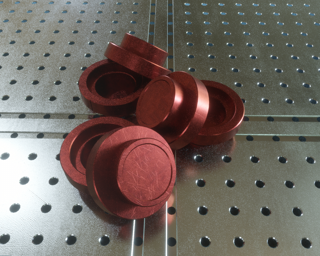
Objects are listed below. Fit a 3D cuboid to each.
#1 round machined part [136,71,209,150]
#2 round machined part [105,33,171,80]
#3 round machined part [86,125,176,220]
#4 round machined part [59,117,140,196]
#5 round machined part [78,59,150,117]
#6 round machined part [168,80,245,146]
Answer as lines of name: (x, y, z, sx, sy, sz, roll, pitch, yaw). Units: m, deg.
round machined part: (0.008, -0.025, 0.378, 0.042, 0.098, 0.098, 22, 37, -39)
round machined part: (-0.027, -0.103, 0.448, 0.098, 0.042, 0.098, 25, 11, -5)
round machined part: (-0.022, 0.045, 0.322, 0.099, 0.042, 0.098, 5, 82, -33)
round machined part: (-0.063, 0.036, 0.365, 0.099, 0.042, 0.098, 0, 50, 0)
round machined part: (-0.062, -0.053, 0.440, 0.099, 0.042, 0.098, 0, 50, 0)
round machined part: (0.058, -0.016, 0.410, 0.099, 0.042, 0.098, 0, 50, 0)
